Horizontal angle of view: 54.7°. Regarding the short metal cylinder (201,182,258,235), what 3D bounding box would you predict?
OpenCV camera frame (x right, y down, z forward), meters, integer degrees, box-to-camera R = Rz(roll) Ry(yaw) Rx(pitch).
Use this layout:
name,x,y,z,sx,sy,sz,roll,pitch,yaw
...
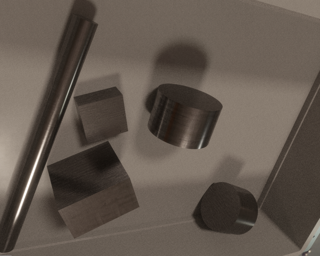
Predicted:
name,x,y,z,sx,sy,sz,roll,pitch,yaw
short metal cylinder,0.116,0.136,0.524,0.050,0.080,0.080,24,105,-37

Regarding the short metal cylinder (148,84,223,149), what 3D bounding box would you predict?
name,x,y,z,sx,sy,sz,roll,pitch,yaw
short metal cylinder,0.030,-0.016,0.381,0.081,0.080,0.050,2,117,-30

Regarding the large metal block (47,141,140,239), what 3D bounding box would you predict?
name,x,y,z,sx,sy,sz,roll,pitch,yaw
large metal block,-0.081,0.070,0.373,0.081,0.080,0.050,-23,127,-15

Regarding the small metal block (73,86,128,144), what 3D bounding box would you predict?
name,x,y,z,sx,sy,sz,roll,pitch,yaw
small metal block,-0.068,-0.016,0.363,0.050,0.025,0.050,-18,126,-19

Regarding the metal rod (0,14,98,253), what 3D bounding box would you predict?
name,x,y,z,sx,sy,sz,roll,pitch,yaw
metal rod,-0.135,0.021,0.348,0.025,0.025,0.298,14,111,-34
